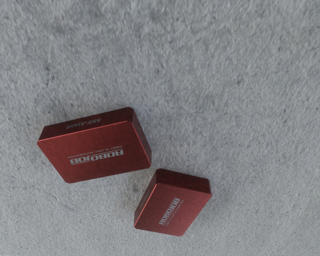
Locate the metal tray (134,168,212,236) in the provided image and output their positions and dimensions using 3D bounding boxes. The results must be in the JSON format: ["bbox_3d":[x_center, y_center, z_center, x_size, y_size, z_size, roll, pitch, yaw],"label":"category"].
[{"bbox_3d":[0.017,0.127,0.513,0.091,0.030,0.129,15,129,-13],"label":"metal tray"}]

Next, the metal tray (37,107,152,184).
[{"bbox_3d":[-0.086,0.027,0.426,0.131,0.030,0.090,-12,129,10],"label":"metal tray"}]
